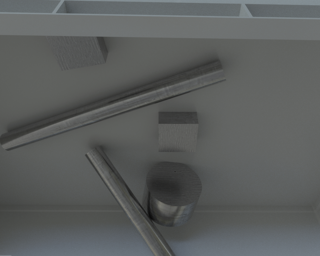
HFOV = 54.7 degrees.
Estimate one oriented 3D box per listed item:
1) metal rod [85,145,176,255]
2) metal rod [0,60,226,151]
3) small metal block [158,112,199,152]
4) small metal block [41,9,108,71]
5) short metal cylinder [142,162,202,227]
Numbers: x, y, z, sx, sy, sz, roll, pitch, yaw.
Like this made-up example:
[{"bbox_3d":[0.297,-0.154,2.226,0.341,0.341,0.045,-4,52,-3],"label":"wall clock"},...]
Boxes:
[{"bbox_3d":[-0.011,0.155,0.439,0.025,0.025,0.299,-35,90,25],"label":"metal rod"},{"bbox_3d":[-0.068,-0.023,0.388,0.301,0.025,0.025,-17,128,13],"label":"metal rod"},{"bbox_3d":[0.023,0.006,0.414,0.050,0.025,0.050,0,130,-1],"label":"small metal block"},{"bbox_3d":[-0.088,-0.092,0.329,0.050,0.025,0.050,-8,130,6],"label":"small metal block"},{"bbox_3d":[0.017,0.096,0.455,0.081,0.080,0.050,6,130,-6],"label":"short metal cylinder"}]
